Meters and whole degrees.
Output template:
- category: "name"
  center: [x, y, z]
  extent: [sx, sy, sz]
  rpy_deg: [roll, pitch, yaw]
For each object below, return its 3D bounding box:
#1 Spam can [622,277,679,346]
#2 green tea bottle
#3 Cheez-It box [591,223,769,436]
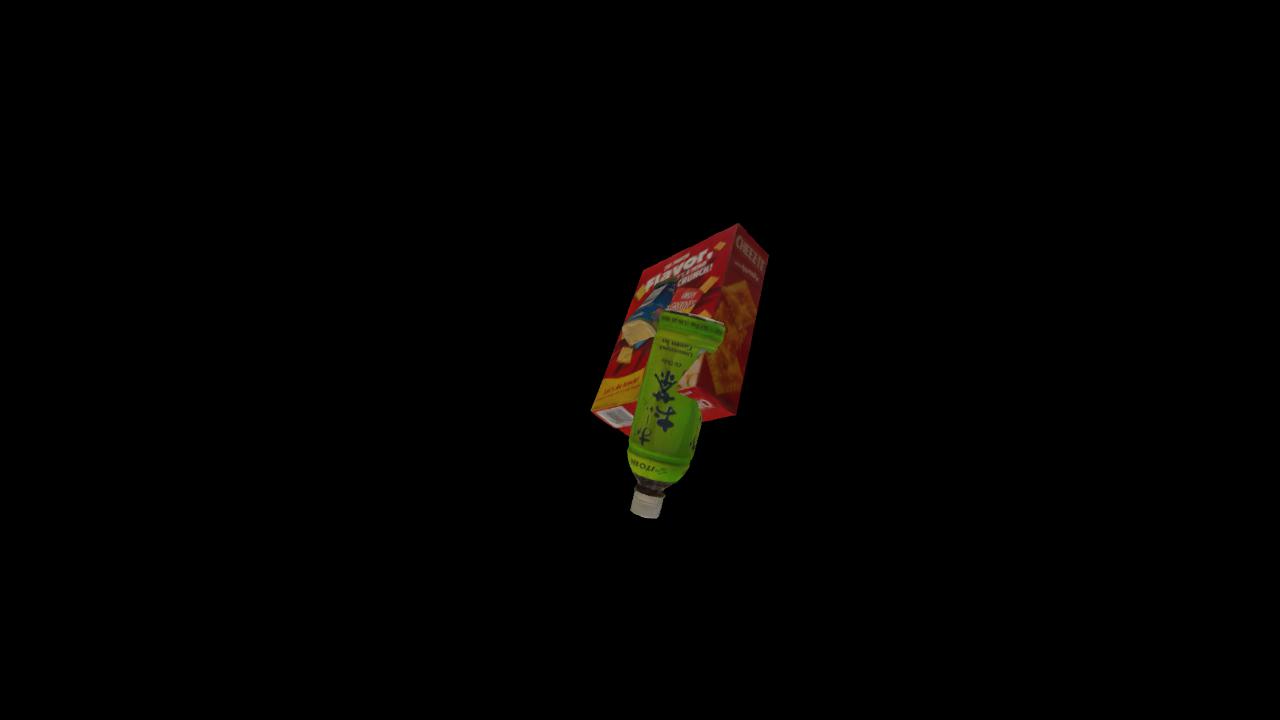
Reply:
- category: "Spam can"
  center: [0.037, -0.031, 0.718]
  extent: [0.058, 0.101, 0.085]
  rpy_deg: [-19, 25, 49]
- category: "green tea bottle"
  center: [0.030, 0.057, 0.632]
  extent: [0.073, 0.212, 0.073]
  rpy_deg: [14, 4, -1]
- category: "Cheez-It box"
  center: [0.048, -0.032, 0.706]
  extent: [0.071, 0.223, 0.166]
  rpy_deg: [37, -36, -30]
